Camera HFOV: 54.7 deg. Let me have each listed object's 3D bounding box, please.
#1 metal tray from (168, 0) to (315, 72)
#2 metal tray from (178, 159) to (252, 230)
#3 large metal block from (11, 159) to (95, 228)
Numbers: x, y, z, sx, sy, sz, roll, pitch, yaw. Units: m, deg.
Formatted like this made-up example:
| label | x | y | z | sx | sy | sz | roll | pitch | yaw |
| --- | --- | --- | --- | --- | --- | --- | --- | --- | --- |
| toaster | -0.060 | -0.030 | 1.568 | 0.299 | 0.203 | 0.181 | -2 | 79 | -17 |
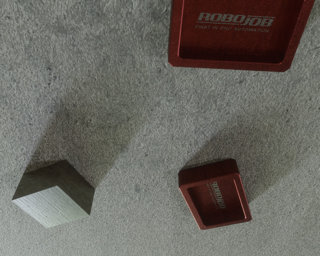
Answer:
| label | x | y | z | sx | sy | sz | roll | pitch | yaw |
| --- | --- | --- | --- | --- | --- | --- | --- | --- | --- |
| metal tray | 0.076 | -0.106 | 0.314 | 0.131 | 0.030 | 0.089 | 2 | 130 | -3 |
| metal tray | 0.091 | 0.111 | 0.499 | 0.090 | 0.030 | 0.130 | -15 | 129 | 12 |
| large metal block | -0.160 | 0.103 | 0.477 | 0.080 | 0.050 | 0.080 | -20 | 128 | 15 |
